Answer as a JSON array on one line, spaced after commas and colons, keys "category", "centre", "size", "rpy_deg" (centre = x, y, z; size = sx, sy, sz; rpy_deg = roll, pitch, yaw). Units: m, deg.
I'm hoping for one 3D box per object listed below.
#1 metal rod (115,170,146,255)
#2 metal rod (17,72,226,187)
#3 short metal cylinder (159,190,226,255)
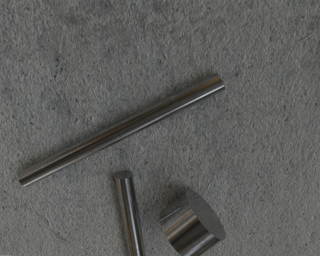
[{"category": "metal rod", "centre": [-0.034, 0.204, 0.484], "size": [0.025, 0.025, 0.298], "rpy_deg": [-6, 110, 2]}, {"category": "metal rod", "centre": [-0.057, 0.006, 0.411], "size": [0.301, 0.025, 0.025], "rpy_deg": [-26, 108, 9]}, {"category": "short metal cylinder", "centre": [0.045, 0.133, 0.430], "size": [0.050, 0.080, 0.080], "rpy_deg": [-42, 105, 14]}]
